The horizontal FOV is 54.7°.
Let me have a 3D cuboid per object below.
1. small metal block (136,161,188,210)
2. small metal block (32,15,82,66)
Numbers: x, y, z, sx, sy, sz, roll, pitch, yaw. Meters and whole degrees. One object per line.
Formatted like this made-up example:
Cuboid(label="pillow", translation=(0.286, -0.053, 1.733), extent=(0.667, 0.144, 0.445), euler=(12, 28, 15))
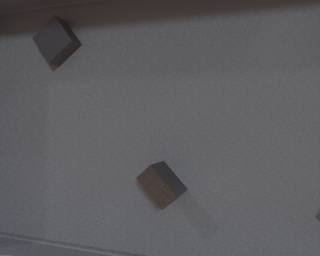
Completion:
Cuboid(label="small metal block", translation=(0.004, 0.071, 0.395), extent=(0.025, 0.050, 0.050), euler=(-44, 77, 15))
Cuboid(label="small metal block", translation=(-0.154, -0.130, 0.463), extent=(0.050, 0.025, 0.050), euler=(-38, 78, 15))
